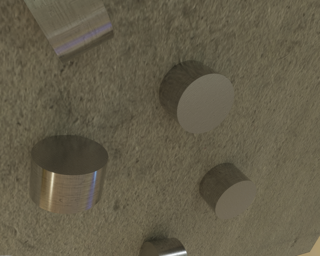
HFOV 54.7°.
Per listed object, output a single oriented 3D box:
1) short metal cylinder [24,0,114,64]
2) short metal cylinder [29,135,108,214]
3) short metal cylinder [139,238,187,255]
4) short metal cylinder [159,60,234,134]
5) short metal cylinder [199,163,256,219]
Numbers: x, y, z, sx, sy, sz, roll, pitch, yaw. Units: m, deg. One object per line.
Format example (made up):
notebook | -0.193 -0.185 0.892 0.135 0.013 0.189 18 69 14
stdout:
short metal cylinder | -0.082 -0.102 0.264 0.050 0.080 0.080 -31 129 -9
short metal cylinder | -0.102 0.049 0.347 0.081 0.080 0.050 -1 119 -28
short metal cylinder | 0.006 0.229 0.518 0.050 0.080 0.079 2 117 -30
short metal cylinder | 0.046 -0.040 0.393 0.081 0.050 0.079 -14 125 -21
short metal cylinder | 0.113 0.105 0.520 0.081 0.050 0.079 -14 125 -21
